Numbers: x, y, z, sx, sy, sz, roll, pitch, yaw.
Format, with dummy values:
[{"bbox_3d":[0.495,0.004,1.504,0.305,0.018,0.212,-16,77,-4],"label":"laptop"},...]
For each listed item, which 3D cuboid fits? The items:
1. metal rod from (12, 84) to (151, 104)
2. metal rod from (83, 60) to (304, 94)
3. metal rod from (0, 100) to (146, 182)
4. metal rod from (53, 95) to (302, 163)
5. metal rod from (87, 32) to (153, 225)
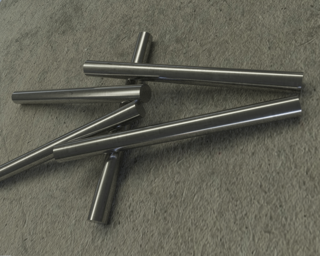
[{"bbox_3d":[-0.142,-0.051,0.491,0.300,0.025,0.025,3,63,35],"label":"metal rod"},{"bbox_3d":[0.026,-0.071,0.413,0.301,0.025,0.025,8,66,24],"label":"metal rod"},{"bbox_3d":[-0.155,0.031,0.448,0.300,0.025,0.025,-23,53,20],"label":"metal rod"},{"bbox_3d":[0.009,0.005,0.376,0.301,0.025,0.025,-11,57,13],"label":"metal rod"},{"bbox_3d":[-0.050,-0.017,0.441,0.025,0.025,0.299,-3,60,26],"label":"metal rod"}]
